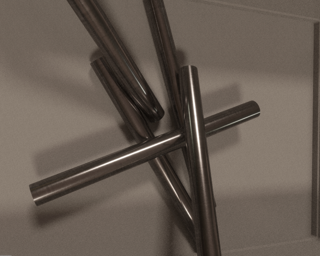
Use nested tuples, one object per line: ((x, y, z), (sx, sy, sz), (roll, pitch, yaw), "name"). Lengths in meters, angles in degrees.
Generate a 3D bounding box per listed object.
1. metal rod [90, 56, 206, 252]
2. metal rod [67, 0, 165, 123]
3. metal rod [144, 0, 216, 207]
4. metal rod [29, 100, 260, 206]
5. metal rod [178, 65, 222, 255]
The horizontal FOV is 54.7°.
((-0.003, 0.043, 0.410), (0.025, 0.025, 0.299), (-33, 101, -17), "metal rod")
((-0.067, -0.111, 0.314), (0.025, 0.025, 0.299), (-46, 133, -14), "metal rod")
((0.028, -0.031, 0.422), (0.025, 0.025, 0.298), (-17, 96, -20), "metal rod")
((-0.002, 0.023, 0.382), (0.302, 0.025, 0.025), (-20, 97, -19), "metal rod")
((0.047, 0.065, 0.349), (0.025, 0.025, 0.299), (4, 68, -20), "metal rod")
